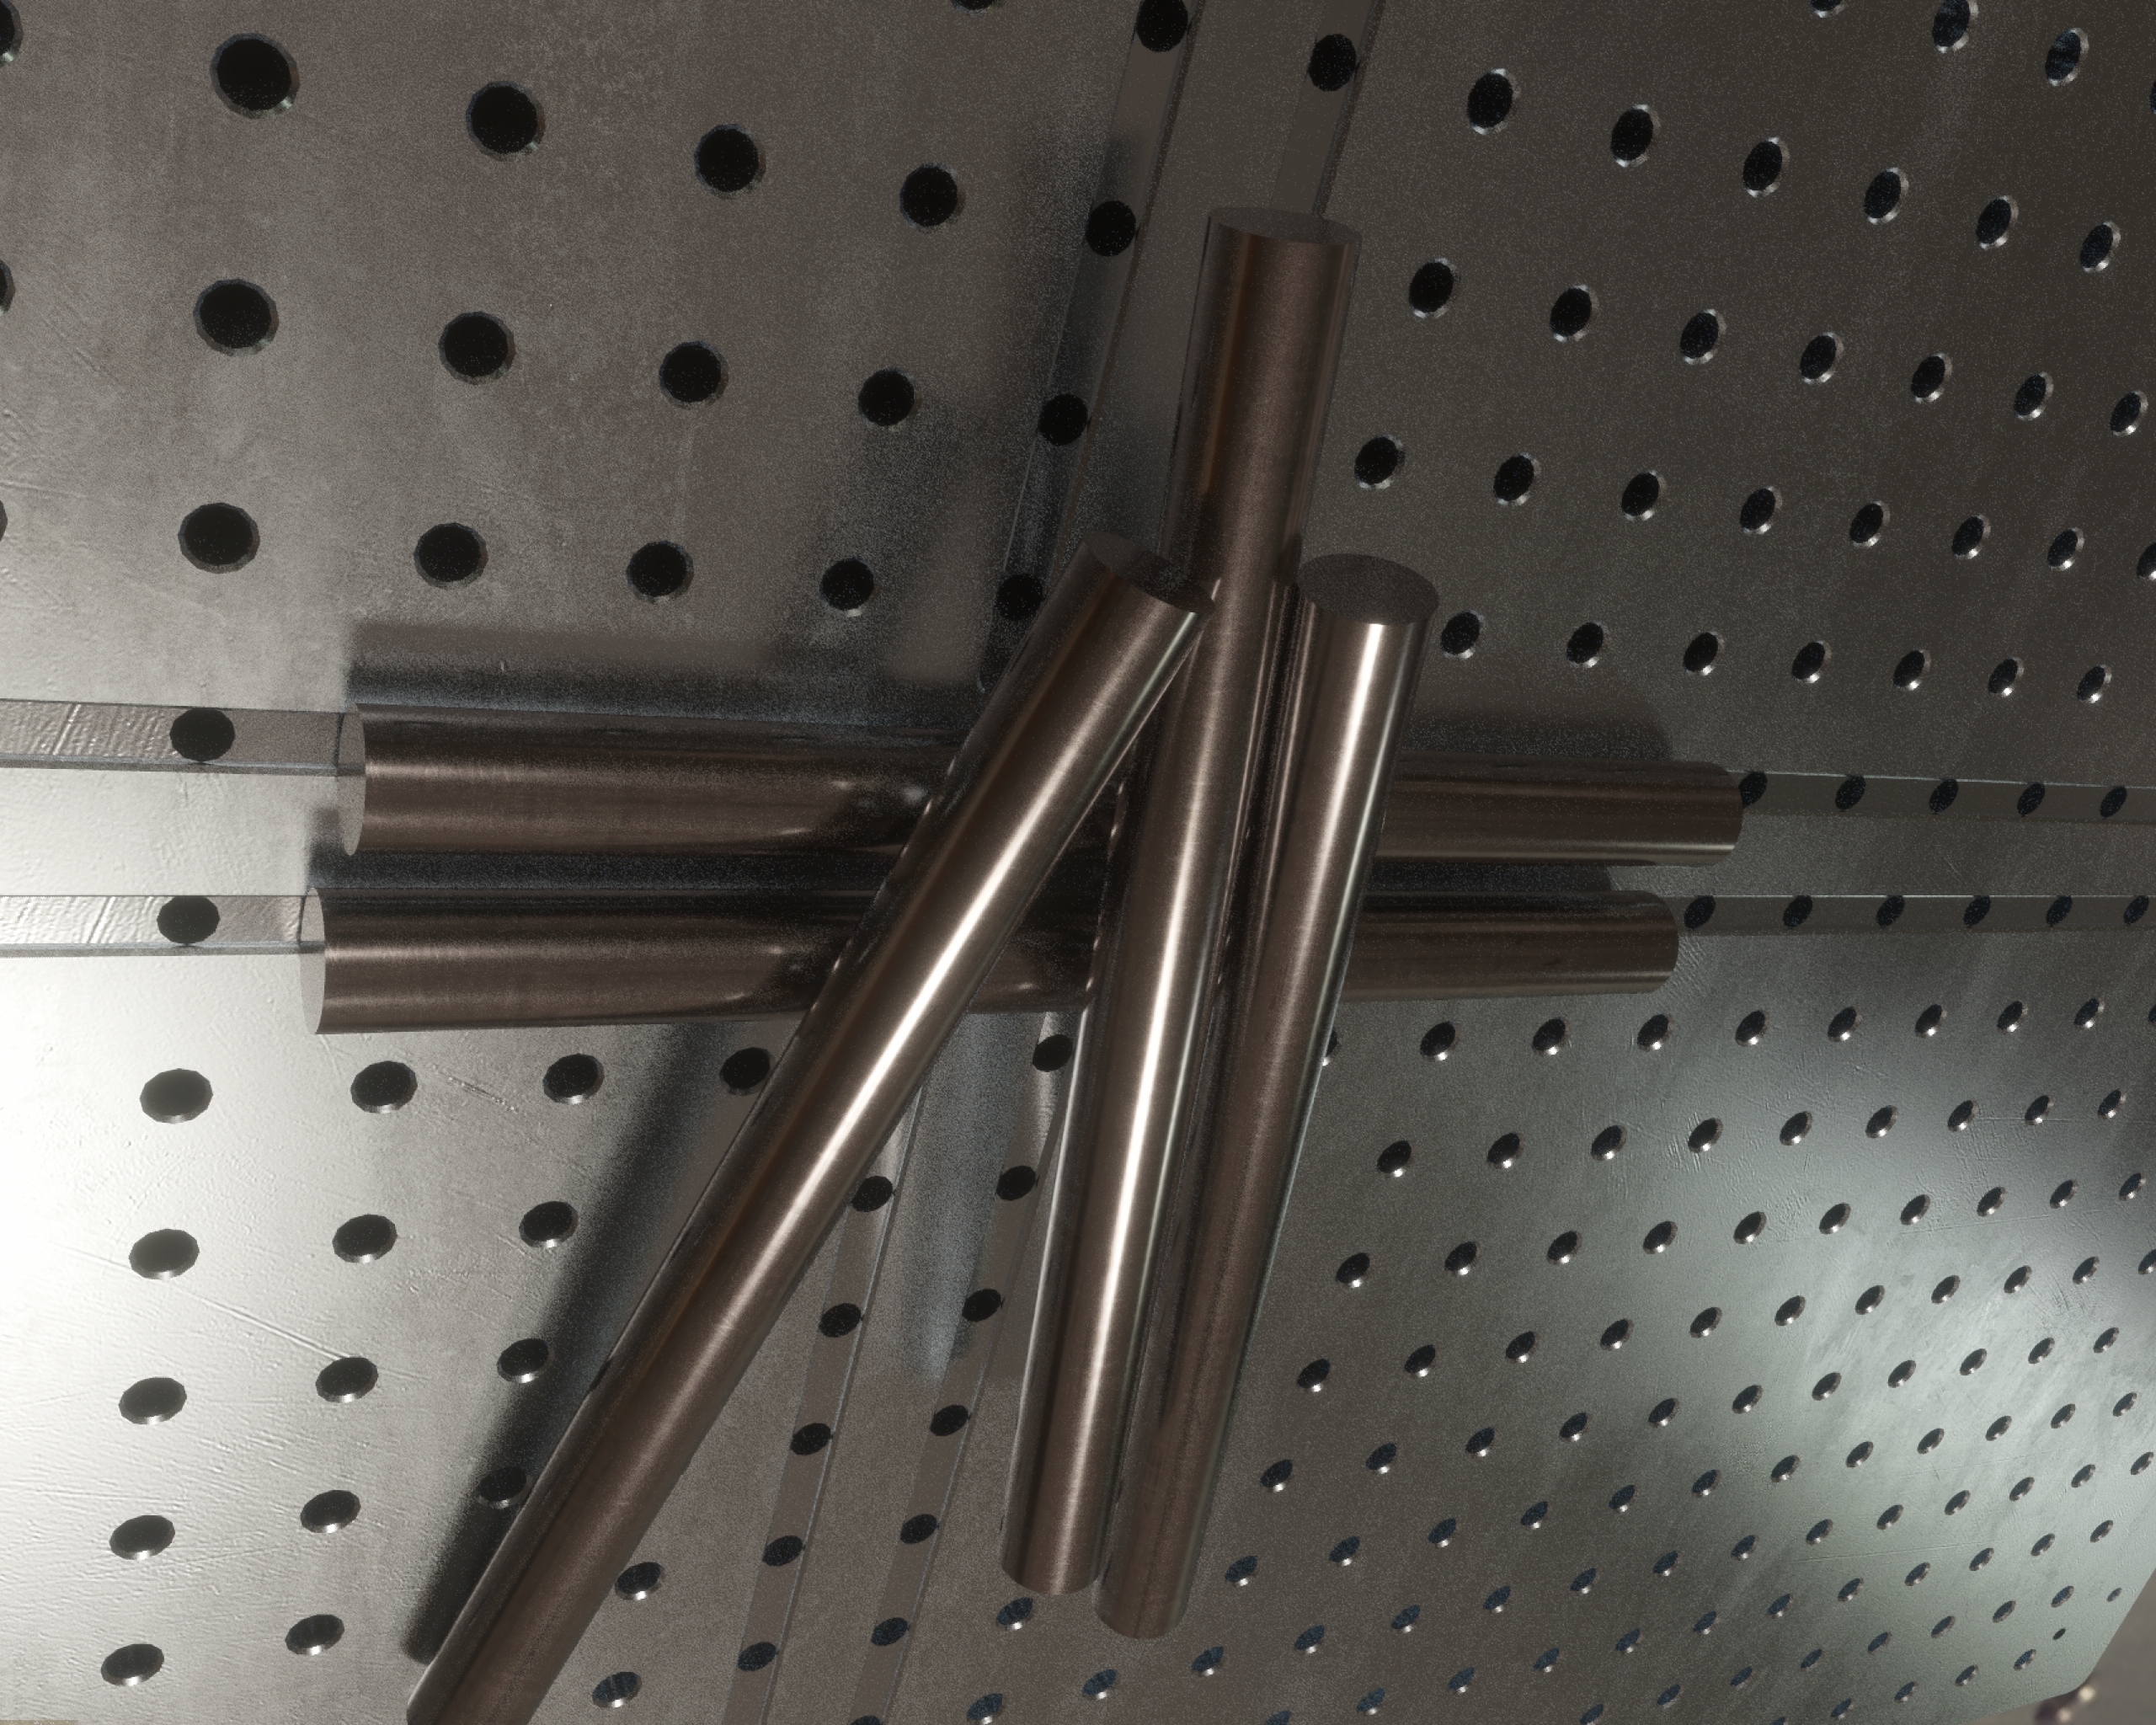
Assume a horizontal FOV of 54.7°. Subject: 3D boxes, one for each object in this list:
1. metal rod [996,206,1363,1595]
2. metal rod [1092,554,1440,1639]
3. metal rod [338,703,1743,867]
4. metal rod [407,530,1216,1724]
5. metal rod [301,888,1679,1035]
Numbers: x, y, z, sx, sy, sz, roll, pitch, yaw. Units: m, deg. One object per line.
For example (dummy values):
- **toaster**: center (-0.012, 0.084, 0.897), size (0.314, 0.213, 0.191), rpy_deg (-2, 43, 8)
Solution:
- **metal rod**: center (0.014, 0.027, 0.405), size (0.025, 0.025, 0.298), rpy_deg (-6, 122, -26)
- **metal rod**: center (0.033, 0.071, 0.451), size (0.025, 0.025, 0.298), rpy_deg (-10, 130, -23)
- **metal rod**: center (0.014, -0.012, 0.413), size (0.303, 0.025, 0.025), rpy_deg (1, 118, -29)
- **metal rod**: center (-0.061, 0.070, 0.398), size (0.025, 0.025, 0.298), rpy_deg (15, 117, -35)
- **metal rod**: center (0.003, 0.018, 0.426), size (0.303, 0.025, 0.025), rpy_deg (1, 118, -29)
